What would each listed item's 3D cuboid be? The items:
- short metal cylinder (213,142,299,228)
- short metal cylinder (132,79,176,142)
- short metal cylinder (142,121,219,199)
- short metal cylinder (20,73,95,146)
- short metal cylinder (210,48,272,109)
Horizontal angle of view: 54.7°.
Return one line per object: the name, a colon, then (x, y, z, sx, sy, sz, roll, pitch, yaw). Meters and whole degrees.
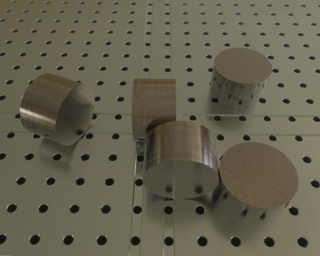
short metal cylinder: (0.102, 0.062, 0.341, 0.081, 0.050, 0.080, 0, 50, 0)
short metal cylinder: (-0.007, -0.022, 0.390, 0.050, 0.080, 0.080, 1, 50, 0)
short metal cylinder: (0.022, 0.037, 0.341, 0.081, 0.080, 0.050, 1, 50, 1)
short metal cylinder: (-0.126, -0.023, 0.390, 0.050, 0.080, 0.080, 19, 53, 15)
short metal cylinder: (0.117, -0.073, 0.455, 0.081, 0.050, 0.080, 0, 50, 0)
